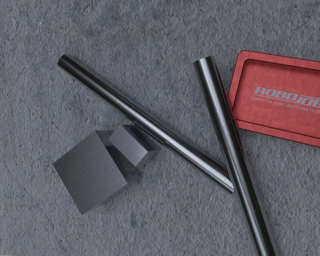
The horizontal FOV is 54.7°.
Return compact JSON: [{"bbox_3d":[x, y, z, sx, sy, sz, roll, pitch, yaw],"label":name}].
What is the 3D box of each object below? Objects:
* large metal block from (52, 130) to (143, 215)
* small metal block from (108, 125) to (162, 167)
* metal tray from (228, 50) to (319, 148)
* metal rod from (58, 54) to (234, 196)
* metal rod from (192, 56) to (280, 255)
[{"bbox_3d":[-0.084,0.058,0.424,0.080,0.050,0.080,-37,79,16],"label":"large metal block"},{"bbox_3d":[-0.032,0.021,0.406,0.050,0.050,0.025,43,103,14],"label":"small metal block"},{"bbox_3d":[0.146,-0.033,0.354,0.130,0.030,0.089,14,95,19],"label":"metal tray"},{"bbox_3d":[-0.024,-0.013,0.416,0.300,0.025,0.025,36,101,16],"label":"metal rod"},{"bbox_3d":[0.096,0.065,0.352,0.025,0.025,0.298,-18,92,19],"label":"metal rod"}]
